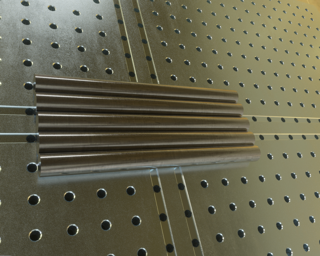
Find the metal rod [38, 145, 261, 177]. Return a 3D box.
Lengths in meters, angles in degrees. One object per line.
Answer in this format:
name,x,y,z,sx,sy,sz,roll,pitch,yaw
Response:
metal rod,0.009,0.038,0.391,0.303,0.025,0.025,0,62,-29

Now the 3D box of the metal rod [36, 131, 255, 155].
metal rod,0.003,0.017,0.401,0.303,0.025,0.025,0,62,-28

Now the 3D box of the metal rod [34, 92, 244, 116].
metal rod,-0.008,-0.028,0.422,0.303,0.025,0.025,0,62,-28

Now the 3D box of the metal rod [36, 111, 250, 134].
metal rod,-0.002,-0.005,0.411,0.303,0.025,0.025,0,62,-28

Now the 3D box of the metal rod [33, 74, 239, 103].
metal rod,-0.014,-0.050,0.433,0.303,0.025,0.025,0,62,-28
